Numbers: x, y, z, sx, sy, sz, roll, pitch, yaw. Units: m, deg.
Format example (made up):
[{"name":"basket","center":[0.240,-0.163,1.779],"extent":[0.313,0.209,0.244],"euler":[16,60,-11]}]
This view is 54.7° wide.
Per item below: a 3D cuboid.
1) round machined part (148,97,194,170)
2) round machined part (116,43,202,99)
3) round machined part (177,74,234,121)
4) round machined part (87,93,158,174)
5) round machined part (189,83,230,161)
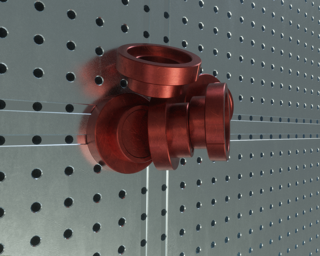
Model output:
[{"name":"round machined part","center":[0.018,0.003,0.384],"extent":[0.098,0.042,0.097],"euler":[-4,91,-77]},{"name":"round machined part","center":[-0.003,-0.067,0.367],"extent":[0.099,0.098,0.042],"euler":[-16,126,-39]},{"name":"round machined part","center":[0.073,-0.032,0.461],"extent":[0.099,0.042,0.097],"euler":[0,90,-40]},{"name":"round machined part","center":[-0.034,0.006,0.372],"extent":[0.099,0.042,0.097],"euler":[0,90,-40]},{"name":"round machined part","center":[0.063,-0.007,0.391],"extent":[0.098,0.042,0.097],"euler":[-2,91,-73]}]
